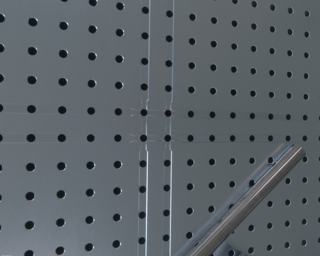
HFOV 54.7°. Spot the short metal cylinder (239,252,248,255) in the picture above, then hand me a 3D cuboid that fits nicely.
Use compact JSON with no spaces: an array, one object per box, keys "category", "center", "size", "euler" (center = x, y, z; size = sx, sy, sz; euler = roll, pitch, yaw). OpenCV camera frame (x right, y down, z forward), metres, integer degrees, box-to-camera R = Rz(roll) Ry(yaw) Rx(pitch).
[{"category":"short metal cylinder","center":[0.139,0.220,0.436],"size":[0.080,0.080,0.050],"euler":[35,79,-17]}]

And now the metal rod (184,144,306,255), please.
[{"category":"metal rod","center":[0.110,0.129,0.453],"size":[0.301,0.025,0.025],"euler":[-40,103,-16]}]
